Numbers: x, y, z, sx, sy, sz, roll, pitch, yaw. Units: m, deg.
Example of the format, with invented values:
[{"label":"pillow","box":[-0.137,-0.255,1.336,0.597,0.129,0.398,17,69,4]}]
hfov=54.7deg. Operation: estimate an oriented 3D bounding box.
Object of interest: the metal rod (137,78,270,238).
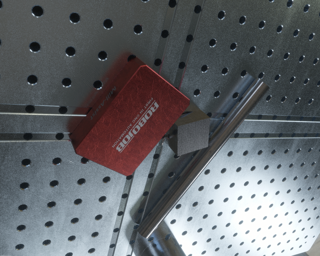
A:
[{"label":"metal rod","box":[0.062,0.052,0.479,0.025,0.025,0.299,30,102,-38]}]

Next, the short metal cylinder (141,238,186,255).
[{"label":"short metal cylinder","box":[0.010,0.245,0.554,0.081,0.050,0.079,-14,125,-21]}]

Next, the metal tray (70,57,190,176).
[{"label":"metal tray","box":[-0.036,-0.010,0.384,0.090,0.030,0.130,33,100,-39]}]

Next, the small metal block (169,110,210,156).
[{"label":"small metal block","box":[0.042,0.007,0.440,0.050,0.025,0.050,-15,125,-20]}]
